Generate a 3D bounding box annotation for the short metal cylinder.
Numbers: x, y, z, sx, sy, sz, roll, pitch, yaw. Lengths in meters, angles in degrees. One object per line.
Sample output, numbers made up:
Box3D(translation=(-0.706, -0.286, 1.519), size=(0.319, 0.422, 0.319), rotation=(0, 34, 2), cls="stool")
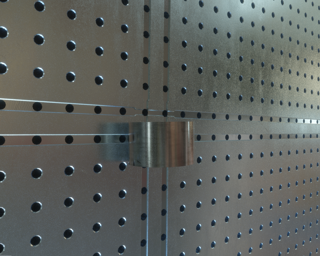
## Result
Box3D(translation=(0.002, 0.017, 0.377), size=(0.081, 0.080, 0.050), rotation=(-1, 91, -40), cls="short metal cylinder")
